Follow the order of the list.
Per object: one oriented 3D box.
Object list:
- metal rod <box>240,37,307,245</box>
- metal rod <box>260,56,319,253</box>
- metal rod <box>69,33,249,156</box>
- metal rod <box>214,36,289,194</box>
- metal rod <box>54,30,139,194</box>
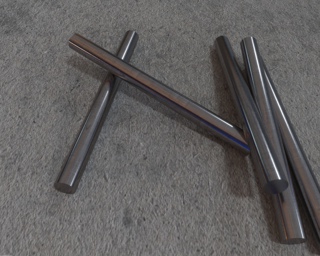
[{"bbox_3d":[0.135,-0.009,0.395,0.025,0.025,0.300,1,55,0],"label":"metal rod"},{"bbox_3d":[0.160,0.006,0.398,0.025,0.025,0.300,-3,50,-2],"label":"metal rod"},{"bbox_3d":[-0.006,-0.053,0.425,0.300,0.025,0.025,32,57,16],"label":"metal rod"},{"bbox_3d":[0.110,-0.044,0.416,0.025,0.025,0.300,-1,43,-1],"label":"metal rod"},{"bbox_3d":[-0.077,-0.045,0.440,0.025,0.025,0.300,9,50,7],"label":"metal rod"}]
